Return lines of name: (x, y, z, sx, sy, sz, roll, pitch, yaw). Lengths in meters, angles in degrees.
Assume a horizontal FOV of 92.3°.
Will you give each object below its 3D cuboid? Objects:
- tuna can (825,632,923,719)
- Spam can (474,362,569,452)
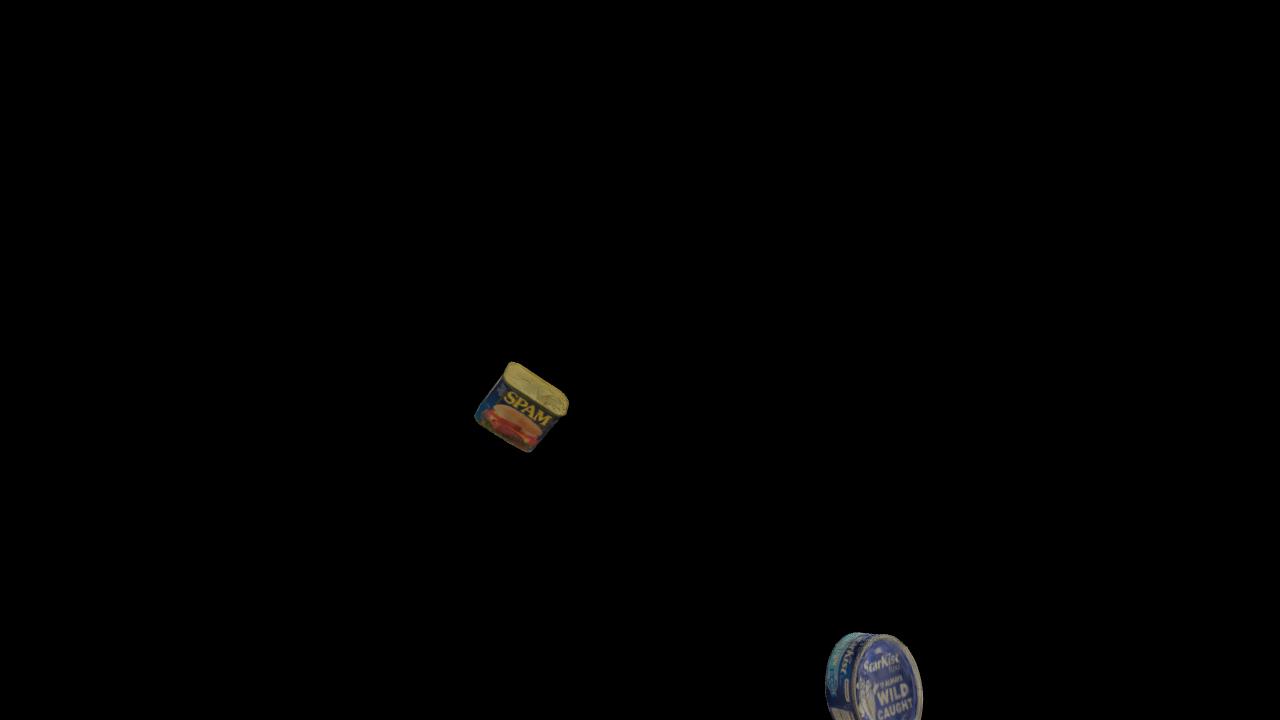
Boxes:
tuna can: (0.193, 0.270, 0.507, 0.084, 0.084, 0.034, 0, -15, -33)
Spam can: (-0.164, 0.067, 0.848, 0.101, 0.085, 0.058, 36, 24, -14)
